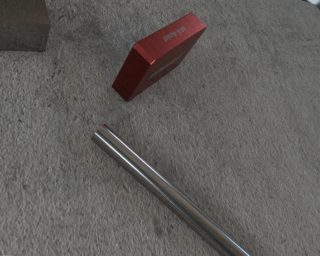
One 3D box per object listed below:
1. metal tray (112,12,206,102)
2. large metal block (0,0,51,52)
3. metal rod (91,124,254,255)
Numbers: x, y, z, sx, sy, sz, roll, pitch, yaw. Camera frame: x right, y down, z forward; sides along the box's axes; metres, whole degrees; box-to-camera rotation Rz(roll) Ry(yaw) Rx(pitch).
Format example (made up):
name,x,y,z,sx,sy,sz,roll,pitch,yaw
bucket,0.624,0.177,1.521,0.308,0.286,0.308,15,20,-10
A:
name,x,y,z,sx,sy,sz,roll,pitch,yaw
metal tray,0.000,-0.097,0.422,0.030,0.090,0.131,46,51,3
large metal block,-0.185,-0.141,0.374,0.081,0.050,0.080,-6,65,-31
metal rod,0.040,0.104,0.363,0.300,0.025,0.025,42,51,0
